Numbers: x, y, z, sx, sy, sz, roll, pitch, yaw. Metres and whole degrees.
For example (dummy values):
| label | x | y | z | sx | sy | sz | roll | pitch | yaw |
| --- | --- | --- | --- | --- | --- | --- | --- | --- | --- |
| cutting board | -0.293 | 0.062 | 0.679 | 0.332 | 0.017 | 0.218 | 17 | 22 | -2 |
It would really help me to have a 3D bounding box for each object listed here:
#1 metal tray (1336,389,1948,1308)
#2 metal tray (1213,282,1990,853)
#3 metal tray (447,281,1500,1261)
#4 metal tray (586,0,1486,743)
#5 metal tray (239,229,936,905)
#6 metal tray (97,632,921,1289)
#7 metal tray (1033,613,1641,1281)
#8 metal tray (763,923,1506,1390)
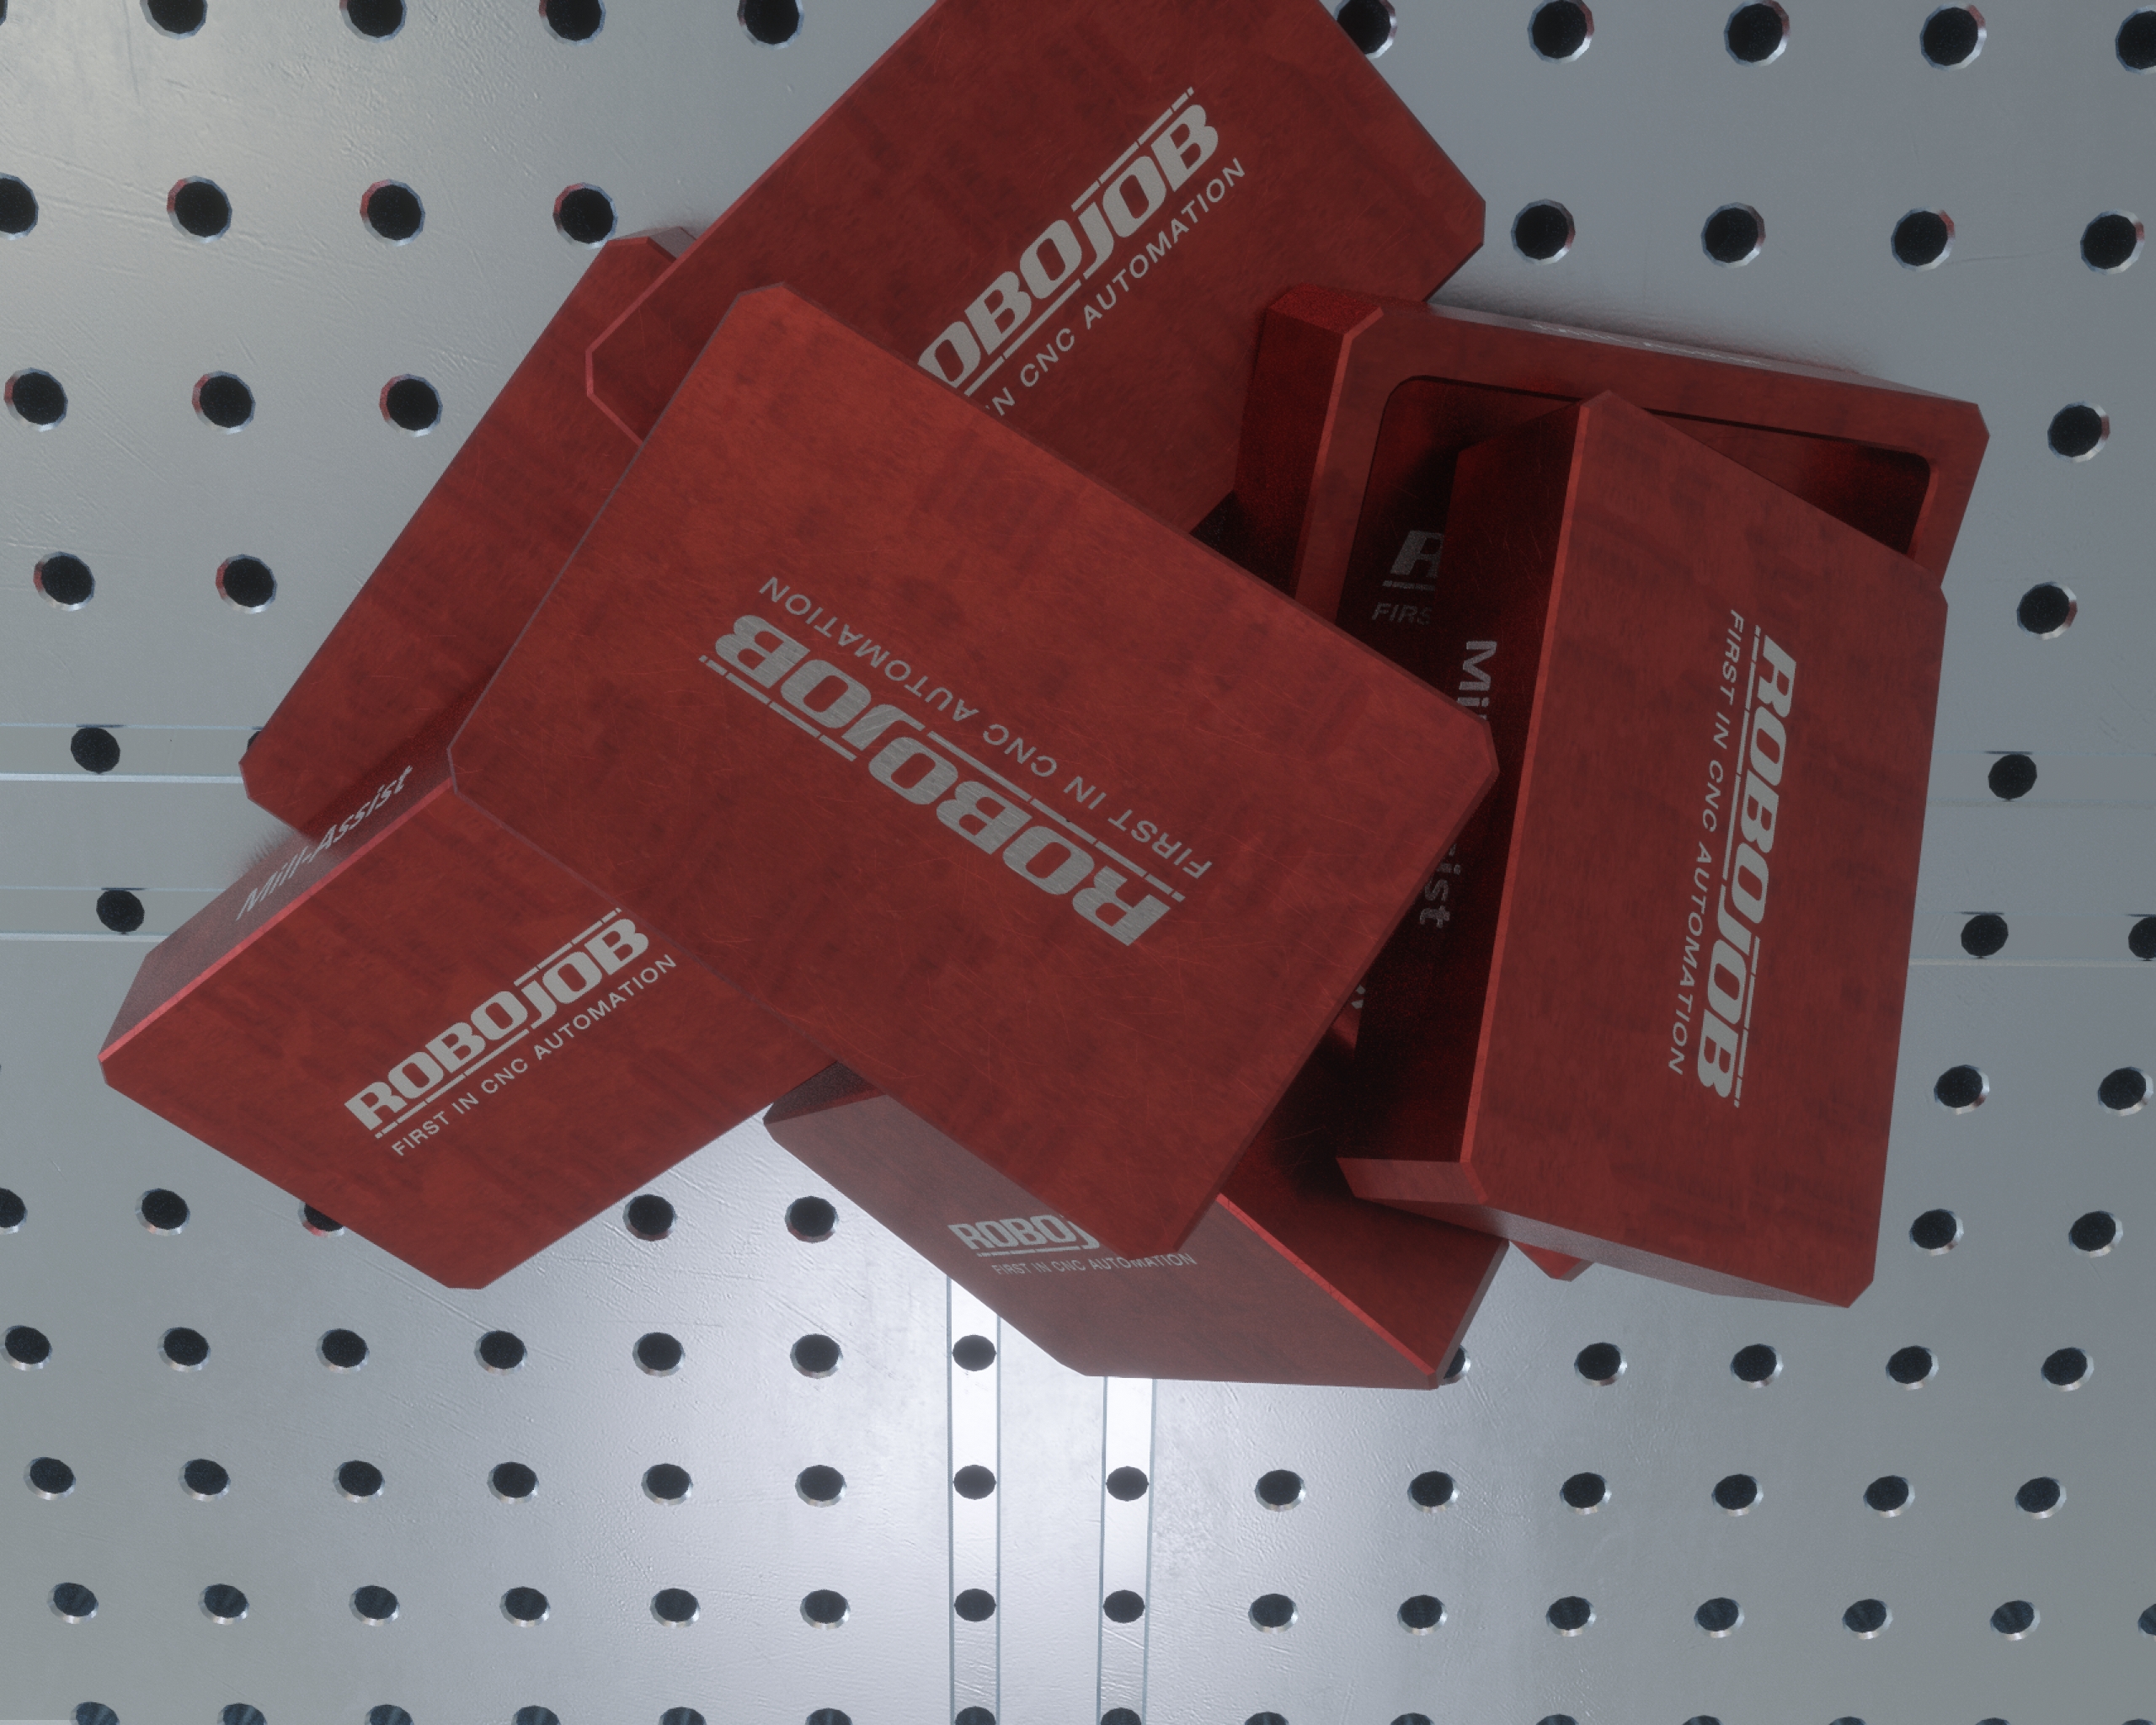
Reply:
| label | x | y | z | sx | sy | sz | roll | pitch | yaw |
| --- | --- | --- | --- | --- | --- | --- | --- | --- | --- |
| metal tray | 0.096 | 0.000 | 0.344 | 0.091 | 0.030 | 0.130 | 19 | 74 | -29 |
| metal tray | 0.090 | -0.047 | 0.370 | 0.131 | 0.030 | 0.089 | 2 | 111 | -22 |
| metal tray | -0.016 | -0.014 | 0.311 | 0.130 | 0.030 | 0.090 | 34 | 93 | 9 |
| metal tray | -0.007 | -0.096 | 0.355 | 0.130 | 0.030 | 0.090 | -45 | 107 | 0 |
| metal tray | -0.083 | -0.041 | 0.394 | 0.090 | 0.030 | 0.130 | 37 | 106 | -13 |
| metal tray | -0.105 | 0.023 | 0.394 | 0.130 | 0.030 | 0.090 | -33 | 123 | 23 |
| metal tray | 0.050 | 0.007 | 0.382 | 0.130 | 0.090 | 0.030 | 43 | 105 | -13 |
| metal tray | 0.005 | 0.058 | 0.385 | 0.090 | 0.130 | 0.030 | 41 | 63 | -15 |
